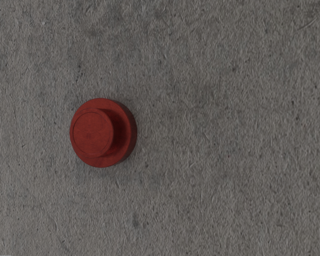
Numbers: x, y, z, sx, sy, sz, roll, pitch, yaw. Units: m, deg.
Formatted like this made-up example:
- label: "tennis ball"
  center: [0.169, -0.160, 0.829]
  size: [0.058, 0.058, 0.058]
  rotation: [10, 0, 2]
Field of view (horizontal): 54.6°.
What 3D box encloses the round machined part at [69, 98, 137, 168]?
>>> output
- label: "round machined part"
  center: [-0.085, 0.007, 0.431]
  size: [0.098, 0.042, 0.097]
  rotation: [0, 90, 20]
